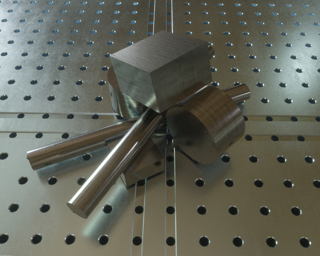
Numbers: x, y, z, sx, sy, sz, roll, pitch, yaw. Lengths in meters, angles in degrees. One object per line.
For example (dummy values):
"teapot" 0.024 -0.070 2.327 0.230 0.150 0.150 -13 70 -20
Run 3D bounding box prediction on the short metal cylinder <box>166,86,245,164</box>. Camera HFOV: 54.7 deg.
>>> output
"short metal cylinder" 0.053 -0.004 0.371 0.050 0.080 0.080 -36 59 -25

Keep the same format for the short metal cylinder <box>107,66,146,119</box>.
"short metal cylinder" -0.030 -0.057 0.434 0.081 0.050 0.080 0 50 0

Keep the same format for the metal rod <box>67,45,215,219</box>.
"metal rod" -0.005 -0.018 0.386 0.025 0.025 0.301 24 54 19

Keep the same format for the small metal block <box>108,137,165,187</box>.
"small metal block" -0.029 0.035 0.373 0.050 0.025 0.050 -22 54 -18

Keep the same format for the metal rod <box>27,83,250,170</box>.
"metal rod" -0.015 -0.007 0.408 0.302 0.025 0.025 -18 53 -15

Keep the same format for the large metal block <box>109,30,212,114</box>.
"large metal block" 0.001 -0.070 0.363 0.080 0.050 0.080 -33 40 -24
